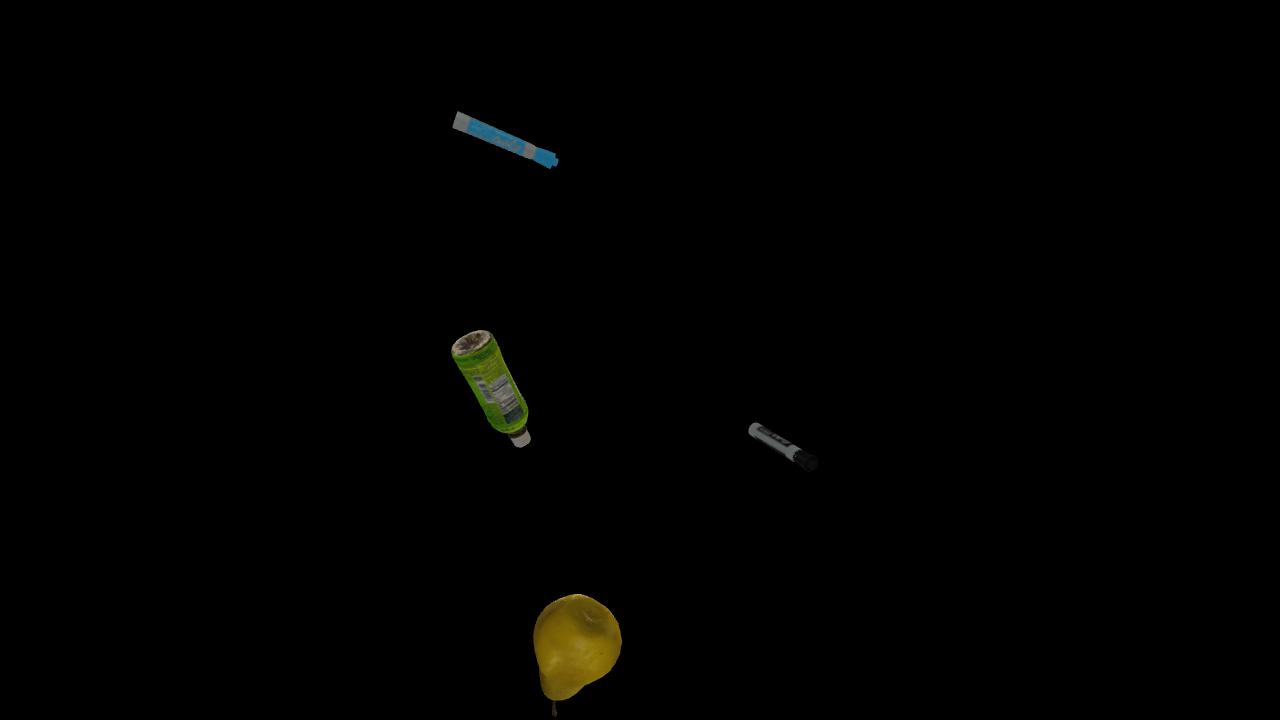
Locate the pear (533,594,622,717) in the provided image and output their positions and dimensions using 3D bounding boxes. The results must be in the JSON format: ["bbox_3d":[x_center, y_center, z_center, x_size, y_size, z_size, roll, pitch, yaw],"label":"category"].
[{"bbox_3d":[-0.068,0.270,0.557,0.080,0.111,0.080,29,14,-8],"label":"pear"}]

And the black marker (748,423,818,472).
[{"bbox_3d":[0.165,0.100,0.715,0.020,0.020,0.121,0,13,-22],"label":"black marker"}]

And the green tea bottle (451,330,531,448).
[{"bbox_3d":[-0.228,0.056,0.987,0.073,0.212,0.073,-13,32,8],"label":"green tea bottle"}]

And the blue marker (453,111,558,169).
[{"bbox_3d":[-0.150,-0.248,0.699,0.121,0.020,0.020,17,-7,-23],"label":"blue marker"}]
